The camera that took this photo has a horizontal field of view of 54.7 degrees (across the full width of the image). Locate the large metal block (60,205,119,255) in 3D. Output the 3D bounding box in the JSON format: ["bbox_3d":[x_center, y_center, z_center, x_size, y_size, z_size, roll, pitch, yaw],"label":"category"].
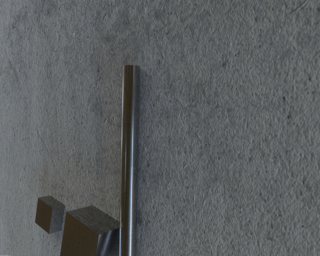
[{"bbox_3d":[-0.104,0.176,0.475,0.080,0.050,0.079,17,101,38],"label":"large metal block"}]

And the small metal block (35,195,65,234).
[{"bbox_3d":[-0.204,0.159,0.574,0.050,0.025,0.050,17,101,38],"label":"small metal block"}]

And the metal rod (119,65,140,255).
[{"bbox_3d":[-0.044,0.062,0.440,0.025,0.025,0.298,2,91,40],"label":"metal rod"}]
